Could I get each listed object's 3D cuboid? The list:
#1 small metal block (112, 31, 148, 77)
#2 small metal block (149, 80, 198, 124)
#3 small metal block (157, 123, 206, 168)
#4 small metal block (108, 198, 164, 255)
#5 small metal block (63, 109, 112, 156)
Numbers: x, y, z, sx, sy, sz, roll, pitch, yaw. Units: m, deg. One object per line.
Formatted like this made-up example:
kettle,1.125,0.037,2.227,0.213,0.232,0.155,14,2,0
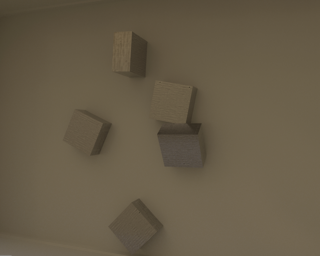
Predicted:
small metal block,-0.039,-0.096,0.411,0.025,0.050,0.050,4,91,20
small metal block,0.017,-0.032,0.404,0.050,0.025,0.050,12,94,19
small metal block,0.028,0.022,0.388,0.050,0.025,0.050,0,122,20
small metal block,-0.033,0.134,0.422,0.050,0.025,0.050,46,104,14
small metal block,-0.105,0.006,0.448,0.050,0.025,0.050,26,98,18
